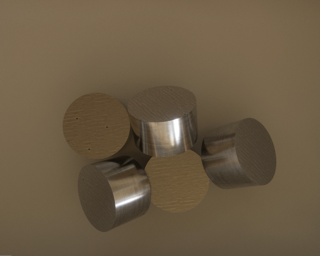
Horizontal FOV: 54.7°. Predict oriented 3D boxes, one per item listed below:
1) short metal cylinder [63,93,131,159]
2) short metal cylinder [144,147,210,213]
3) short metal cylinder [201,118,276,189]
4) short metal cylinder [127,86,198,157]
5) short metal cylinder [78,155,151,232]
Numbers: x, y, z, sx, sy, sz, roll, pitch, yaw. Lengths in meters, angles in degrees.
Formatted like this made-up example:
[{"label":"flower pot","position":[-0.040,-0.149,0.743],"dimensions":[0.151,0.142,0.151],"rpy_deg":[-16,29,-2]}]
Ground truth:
[{"label":"short metal cylinder","position":[-0.076,-0.003,0.395],"dimensions":[0.081,0.050,0.079],"rpy_deg":[0,90,-1]},{"label":"short metal cylinder","position":[0.020,0.062,0.398],"dimensions":[0.081,0.050,0.079],"rpy_deg":[0,90,-1]},{"label":"short metal cylinder","position":[0.097,0.032,0.378],"dimensions":[0.081,0.050,0.080],"rpy_deg":[14,67,-37]},{"label":"short metal cylinder","position":[0.005,-0.010,0.375],"dimensions":[0.081,0.080,0.050],"rpy_deg":[-8,126,-1]},{"label":"short metal cylinder","position":[-0.057,0.077,0.375],"dimensions":[0.050,0.080,0.080],"rpy_deg":[-11,90,-43]}]
